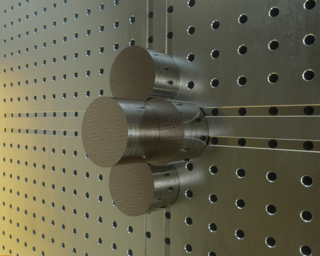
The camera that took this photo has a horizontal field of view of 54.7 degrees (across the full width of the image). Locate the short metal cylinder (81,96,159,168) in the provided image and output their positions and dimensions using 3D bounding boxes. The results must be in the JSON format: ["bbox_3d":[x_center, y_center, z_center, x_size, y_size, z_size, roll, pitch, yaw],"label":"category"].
[{"bbox_3d":[-0.048,0.004,0.366,0.080,0.050,0.079,0,90,40],"label":"short metal cylinder"}]

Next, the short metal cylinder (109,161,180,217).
[{"bbox_3d":[-0.022,0.072,0.410,0.080,0.050,0.080,-2,87,39],"label":"short metal cylinder"}]

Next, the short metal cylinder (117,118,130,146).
[{"bbox_3d":[-0.053,0.004,0.437,0.080,0.050,0.079,0,90,40],"label":"short metal cylinder"}]

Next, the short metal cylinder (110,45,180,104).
[{"bbox_3d":[-0.021,-0.064,0.410,0.080,0.050,0.079,0,90,39],"label":"short metal cylinder"}]

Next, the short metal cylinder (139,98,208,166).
[{"bbox_3d":[0.012,0.004,0.383,0.080,0.050,0.080,0,90,40],"label":"short metal cylinder"}]
